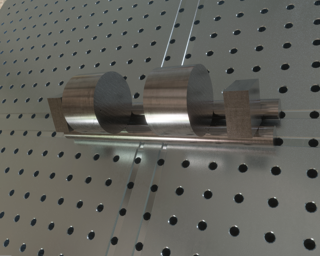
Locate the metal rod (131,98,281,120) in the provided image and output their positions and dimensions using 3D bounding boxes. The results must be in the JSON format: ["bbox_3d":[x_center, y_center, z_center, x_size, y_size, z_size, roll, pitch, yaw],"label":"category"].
[{"bbox_3d":[0.003,-0.024,0.421,0.300,0.025,0.025,1,62,28],"label":"metal rod"}]

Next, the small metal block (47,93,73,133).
[{"bbox_3d":[-0.129,-0.026,0.447,0.025,0.050,0.050,1,20,29],"label":"small metal block"}]

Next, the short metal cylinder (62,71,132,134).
[{"bbox_3d":[-0.080,-0.032,0.407,0.050,0.080,0.080,1,62,29],"label":"short metal cylinder"}]

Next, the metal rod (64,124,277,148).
[{"bbox_3d":[-0.007,0.007,0.408,0.300,0.025,0.025,1,62,28],"label":"metal rod"}]

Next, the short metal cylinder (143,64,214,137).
[{"bbox_3d":[0.023,-0.030,0.351,0.050,0.080,0.080,1,62,29],"label":"short metal cylinder"}]

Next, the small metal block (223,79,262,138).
[{"bbox_3d":[0.089,-0.022,0.329,0.025,0.050,0.050,0,21,29],"label":"small metal block"}]
